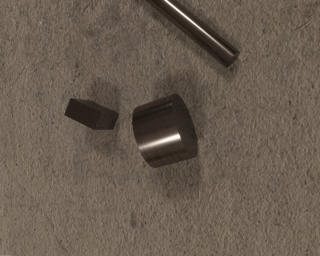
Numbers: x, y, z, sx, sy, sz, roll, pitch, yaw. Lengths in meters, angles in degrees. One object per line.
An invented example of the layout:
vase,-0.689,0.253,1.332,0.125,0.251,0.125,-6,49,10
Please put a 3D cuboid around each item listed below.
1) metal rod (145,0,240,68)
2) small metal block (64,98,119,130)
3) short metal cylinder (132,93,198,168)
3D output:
metal rod,-0.016,-0.184,0.413,0.300,0.025,0.025,44,104,14
small metal block,-0.093,-0.019,0.427,0.050,0.050,0.025,25,98,18
short metal cylinder,0.008,0.004,0.376,0.050,0.080,0.080,-18,84,19
